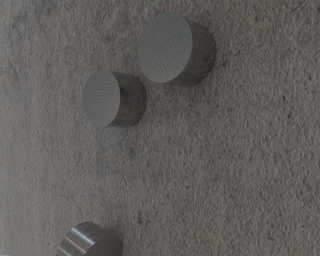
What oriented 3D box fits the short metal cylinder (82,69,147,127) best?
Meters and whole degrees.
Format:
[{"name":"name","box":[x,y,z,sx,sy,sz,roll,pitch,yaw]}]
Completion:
[{"name":"short metal cylinder","box":[-0.066,-0.041,0.443,0.080,0.050,0.080,0,90,40]}]

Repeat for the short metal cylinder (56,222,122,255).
[{"name":"short metal cylinder","box":[-0.102,0.186,0.454,0.050,0.081,0.079,17,101,39]}]

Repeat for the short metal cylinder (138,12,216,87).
[{"name":"short metal cylinder","box":[0.020,-0.092,0.372,0.080,0.050,0.080,0,90,40]}]
